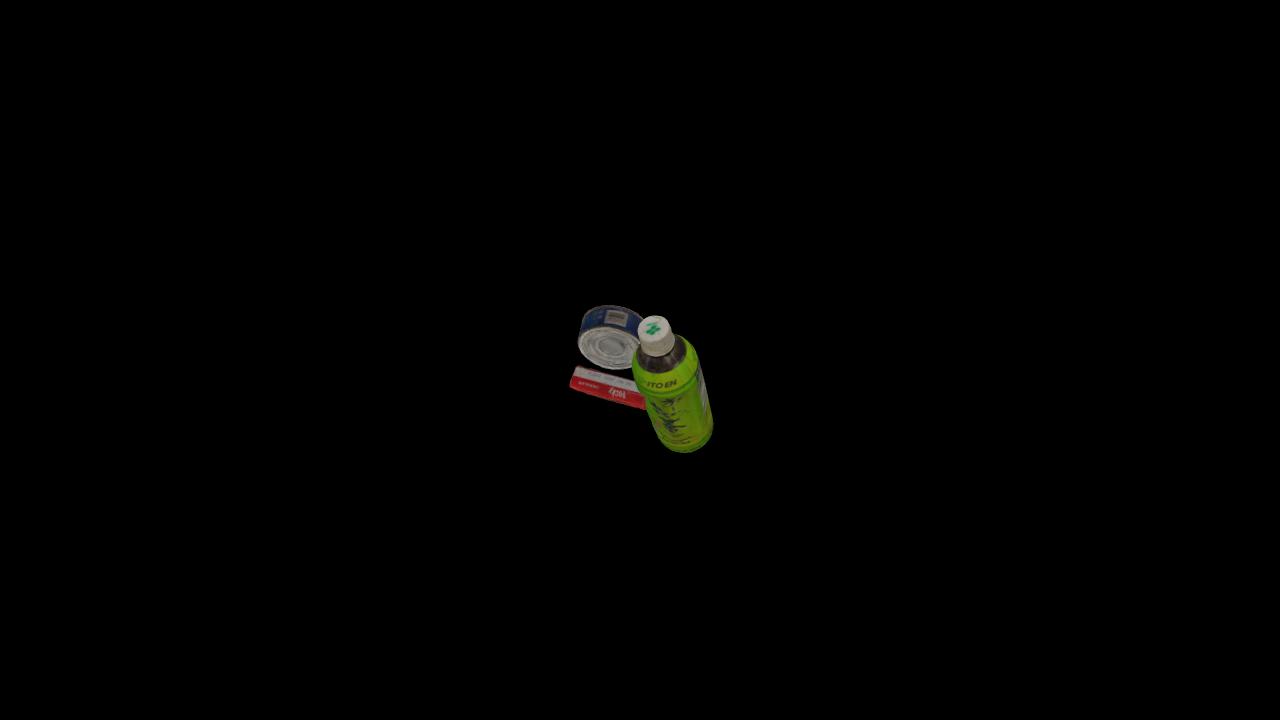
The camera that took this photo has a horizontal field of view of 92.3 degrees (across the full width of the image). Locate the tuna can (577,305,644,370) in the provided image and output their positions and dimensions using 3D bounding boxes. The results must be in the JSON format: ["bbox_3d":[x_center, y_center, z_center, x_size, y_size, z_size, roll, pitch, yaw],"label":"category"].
[{"bbox_3d":[-0.031,-0.025,0.731,0.084,0.034,0.084,7,-37,5],"label":"tuna can"}]

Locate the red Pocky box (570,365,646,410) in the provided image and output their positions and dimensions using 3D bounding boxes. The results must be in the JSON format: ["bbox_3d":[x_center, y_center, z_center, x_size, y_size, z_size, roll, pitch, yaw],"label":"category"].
[{"bbox_3d":[-0.023,0.036,0.713,0.083,0.028,0.155,14,-5,9],"label":"red Pocky box"}]

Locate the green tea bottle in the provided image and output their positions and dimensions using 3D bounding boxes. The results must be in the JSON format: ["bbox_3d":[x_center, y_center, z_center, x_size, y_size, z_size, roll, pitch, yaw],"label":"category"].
[{"bbox_3d":[0.034,0.026,0.650,0.073,0.073,0.212,0,-34,13],"label":"green tea bottle"}]
